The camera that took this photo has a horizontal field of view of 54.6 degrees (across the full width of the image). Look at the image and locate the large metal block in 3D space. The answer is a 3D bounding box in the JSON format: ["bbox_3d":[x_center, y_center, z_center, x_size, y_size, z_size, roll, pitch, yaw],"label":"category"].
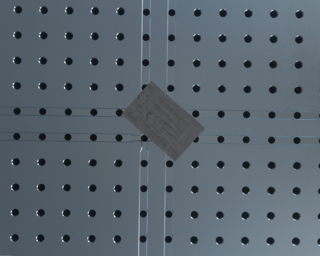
[{"bbox_3d":[0.004,-0.008,0.386,0.080,0.080,0.050,41,90,-1],"label":"large metal block"}]
